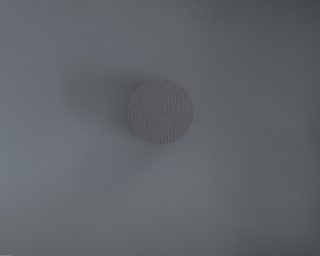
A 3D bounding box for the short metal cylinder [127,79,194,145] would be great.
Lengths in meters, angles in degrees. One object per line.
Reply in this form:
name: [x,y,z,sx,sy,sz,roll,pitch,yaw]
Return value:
short metal cylinder: [0.001,-0.020,0.399,0.081,0.050,0.079,0,90,-1]
